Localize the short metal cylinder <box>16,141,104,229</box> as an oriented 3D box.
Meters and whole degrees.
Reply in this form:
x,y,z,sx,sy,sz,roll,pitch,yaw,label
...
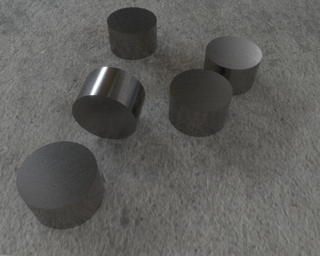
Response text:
x,y,z,sx,sy,sz,roll,pitch,yaw,label
-0.104,0.061,0.334,0.081,0.050,0.080,0,50,0,short metal cylinder

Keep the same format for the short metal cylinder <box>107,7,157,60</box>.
x,y,z,sx,sy,sz,roll,pitch,yaw,label
-0.045,-0.159,0.520,0.081,0.050,0.080,0,50,0,short metal cylinder

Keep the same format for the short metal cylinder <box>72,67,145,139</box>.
x,y,z,sx,sy,sz,roll,pitch,yaw,label
-0.063,-0.030,0.392,0.080,0.080,0.050,8,51,6,short metal cylinder

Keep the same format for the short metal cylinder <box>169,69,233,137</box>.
x,y,z,sx,sy,sz,roll,pitch,yaw,label
0.053,-0.034,0.417,0.081,0.050,0.080,0,50,0,short metal cylinder

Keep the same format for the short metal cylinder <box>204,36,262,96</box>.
x,y,z,sx,sy,sz,roll,pitch,yaw,label
0.107,-0.095,0.468,0.081,0.050,0.080,0,50,0,short metal cylinder
